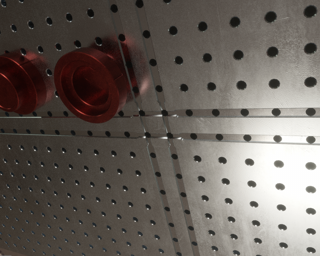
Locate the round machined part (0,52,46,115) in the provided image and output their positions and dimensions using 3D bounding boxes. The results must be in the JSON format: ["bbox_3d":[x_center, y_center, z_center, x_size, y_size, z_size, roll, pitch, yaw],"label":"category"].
[{"bbox_3d":[-0.230,-0.064,0.479,0.098,0.042,0.097,13,124,20],"label":"round machined part"}]

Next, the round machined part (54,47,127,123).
[{"bbox_3d":[-0.086,-0.058,0.408,0.098,0.042,0.097,13,124,20],"label":"round machined part"}]
